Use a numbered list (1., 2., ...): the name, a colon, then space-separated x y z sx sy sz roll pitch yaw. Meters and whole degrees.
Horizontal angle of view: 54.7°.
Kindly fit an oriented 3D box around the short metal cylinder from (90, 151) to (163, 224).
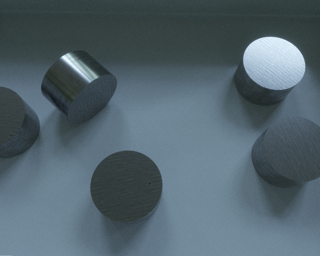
1. short metal cylinder: -0.038 0.072 0.370 0.081 0.050 0.080 0 70 0

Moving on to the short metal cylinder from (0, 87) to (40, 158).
1. short metal cylinder: -0.203 -0.006 0.396 0.081 0.050 0.080 0 70 0

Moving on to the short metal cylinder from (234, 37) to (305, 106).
1. short metal cylinder: 0.149 -0.077 0.426 0.081 0.050 0.080 0 70 0

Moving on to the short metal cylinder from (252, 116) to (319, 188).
1. short metal cylinder: 0.162 0.031 0.387 0.081 0.050 0.080 0 70 0

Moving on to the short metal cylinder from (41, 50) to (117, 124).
1. short metal cylinder: -0.102 -0.052 0.398 0.050 0.080 0.080 42 75 13
